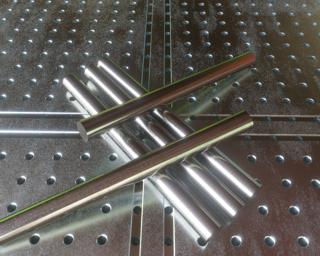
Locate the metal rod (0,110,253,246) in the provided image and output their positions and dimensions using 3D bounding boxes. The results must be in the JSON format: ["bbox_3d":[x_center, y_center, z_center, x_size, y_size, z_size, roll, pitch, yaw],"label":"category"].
[{"bbox_3d":[-0.034,0.050,0.338,0.302,0.025,0.025,-24,54,-9],"label":"metal rod"}]

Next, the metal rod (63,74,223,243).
[{"bbox_3d":[-0.039,0.019,0.390,0.025,0.025,0.300,-32,57,-24],"label":"metal rod"}]

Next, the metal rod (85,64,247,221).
[{"bbox_3d":[-0.011,0.002,0.406,0.025,0.025,0.300,-32,57,-24],"label":"metal rod"}]

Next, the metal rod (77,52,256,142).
[{"bbox_3d":[0.029,-0.054,0.427,0.302,0.025,0.025,-26,55,-31],"label":"metal rod"}]

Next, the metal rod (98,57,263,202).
[{"bbox_3d":[0.009,-0.014,0.419,0.025,0.025,0.300,-33,58,-25],"label":"metal rod"}]
